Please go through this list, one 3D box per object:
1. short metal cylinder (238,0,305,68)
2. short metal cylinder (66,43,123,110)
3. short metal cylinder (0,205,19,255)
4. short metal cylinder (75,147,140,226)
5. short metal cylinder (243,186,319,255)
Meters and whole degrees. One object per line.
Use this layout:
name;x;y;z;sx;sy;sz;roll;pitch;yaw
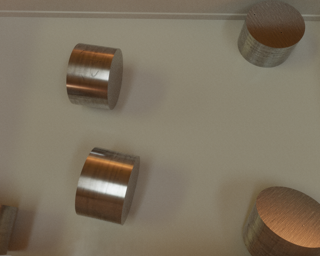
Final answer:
short metal cylinder;0.158;-0.135;0.446;0.081;0.050;0.080;0;70;0
short metal cylinder;-0.082;-0.067;0.404;0.050;0.080;0.080;9;70;3
short metal cylinder;-0.204;0.108;0.339;0.080;0.080;0.050;5;70;2
short metal cylinder;-0.057;0.066;0.356;0.050;0.080;0.080;12;71;4
short metal cylinder;0.137;0.110;0.337;0.081;0.050;0.080;7;33;-4
